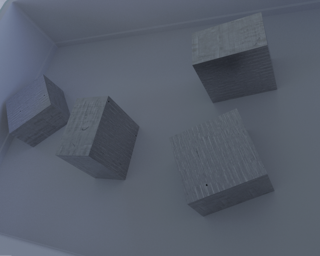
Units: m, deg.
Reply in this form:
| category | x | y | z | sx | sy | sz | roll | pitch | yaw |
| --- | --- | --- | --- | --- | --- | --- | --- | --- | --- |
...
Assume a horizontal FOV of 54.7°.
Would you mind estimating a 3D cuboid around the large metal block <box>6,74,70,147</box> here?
| category | x | y | z | sx | sy | sz | roll | pitch | yaw |
| --- | --- | --- | --- | --- | --- | --- | --- | --- | --- |
| large metal block | -0.202 | -0.029 | 0.514 | 0.080 | 0.050 | 0.080 | -34 | 51 | 6 |

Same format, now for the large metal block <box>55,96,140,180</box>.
| category | x | y | z | sx | sy | sz | roll | pitch | yaw |
| --- | --- | --- | --- | --- | --- | --- | --- | --- | --- |
| large metal block | -0.076 | 0.015 | 0.401 | 0.050 | 0.080 | 0.080 | -1 | 61 | 28 |

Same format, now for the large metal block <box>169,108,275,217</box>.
| category | x | y | z | sx | sy | sz | roll | pitch | yaw |
| --- | --- | --- | --- | --- | --- | --- | --- | --- | --- |
| large metal block | 0.064 | 0.038 | 0.333 | 0.080 | 0.050 | 0.080 | -24 | 53 | 13 |

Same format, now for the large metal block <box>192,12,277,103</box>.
| category | x | y | z | sx | sy | sz | roll | pitch | yaw |
| --- | --- | --- | --- | --- | --- | --- | --- | --- | --- |
| large metal block | 0.090 | -0.080 | 0.372 | 0.080 | 0.080 | 0.050 | -11 | 57 | 22 |
